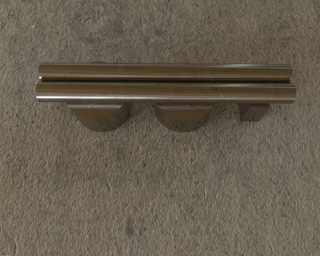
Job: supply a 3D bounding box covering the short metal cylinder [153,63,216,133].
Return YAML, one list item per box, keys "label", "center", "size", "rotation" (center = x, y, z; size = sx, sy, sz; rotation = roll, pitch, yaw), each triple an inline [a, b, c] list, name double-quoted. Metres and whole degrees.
- label: "short metal cylinder"
  center: [0.031, -0.039, 0.411]
  size: [0.081, 0.050, 0.080]
  rotation: [0, 70, 0]

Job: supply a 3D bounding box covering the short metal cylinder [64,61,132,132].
- label: "short metal cylinder"
  center: [-0.079, -0.040, 0.409]
  size: [0.081, 0.050, 0.080]
  rotation: [0, 70, 0]

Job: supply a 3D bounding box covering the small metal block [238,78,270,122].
- label: "small metal block"
  center: [0.122, -0.040, 0.413]
  size: [0.025, 0.050, 0.050]
  rotation: [-1, 70, -1]

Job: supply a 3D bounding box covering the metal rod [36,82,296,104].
- label: "metal rod"
  center: [0.007, -0.042, 0.371]
  size: [0.302, 0.025, 0.025]
  rotation: [0, 70, 0]

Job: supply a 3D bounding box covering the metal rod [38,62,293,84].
- label: "metal rod"
  center: [0.007, -0.067, 0.380]
  size: [0.302, 0.025, 0.025]
  rotation: [0, 70, 0]
